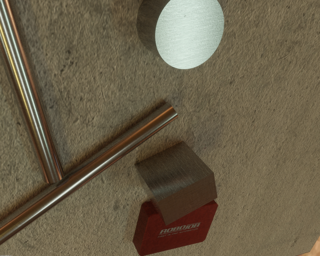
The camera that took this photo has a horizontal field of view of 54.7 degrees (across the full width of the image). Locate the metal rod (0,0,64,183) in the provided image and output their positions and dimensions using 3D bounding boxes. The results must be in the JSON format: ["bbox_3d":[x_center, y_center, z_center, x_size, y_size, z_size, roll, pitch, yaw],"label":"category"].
[{"bbox_3d":[-0.136,-0.066,0.291,0.025,0.025,0.298,-17,125,-19],"label":"metal rod"}]

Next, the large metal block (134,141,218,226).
[{"bbox_3d":[0.021,0.073,0.430,0.081,0.080,0.050,-25,128,-14],"label":"large metal block"}]

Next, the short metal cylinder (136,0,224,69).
[{"bbox_3d":[0.021,-0.110,0.335,0.081,0.050,0.079,-14,125,-21],"label":"short metal cylinder"}]

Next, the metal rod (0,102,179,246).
[{"bbox_3d":[-0.105,0.064,0.389,0.301,0.025,0.025,-36,129,-5],"label":"metal rod"}]

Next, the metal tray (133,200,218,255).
[{"bbox_3d":[0.026,0.160,0.519,0.131,0.030,0.089,-1,119,-28],"label":"metal tray"}]
